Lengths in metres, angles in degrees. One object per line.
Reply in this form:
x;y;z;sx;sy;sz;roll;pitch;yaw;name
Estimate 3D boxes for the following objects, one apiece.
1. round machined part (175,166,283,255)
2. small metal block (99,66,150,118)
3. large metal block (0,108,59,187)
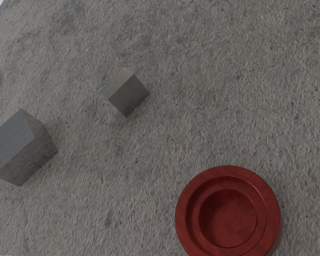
0.068;0.090;0.303;0.098;0.042;0.098;-13;56;21;round machined part
-0.049;-0.051;0.445;0.050;0.050;0.025;-46;51;-4;small metal block
-0.218;0.030;0.484;0.080;0.050;0.080;-42;51;-1;large metal block
